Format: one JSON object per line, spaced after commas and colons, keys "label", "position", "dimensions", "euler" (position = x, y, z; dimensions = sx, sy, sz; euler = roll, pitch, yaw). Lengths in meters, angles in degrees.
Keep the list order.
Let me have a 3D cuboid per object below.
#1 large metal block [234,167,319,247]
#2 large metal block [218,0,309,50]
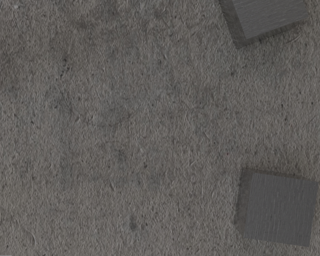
{"label": "large metal block", "position": [0.146, 0.099, 0.399], "dimensions": [0.080, 0.050, 0.080], "euler": [8, 90, 0]}
{"label": "large metal block", "position": [0.128, -0.158, 0.398], "dimensions": [0.080, 0.050, 0.080], "euler": [-20, 90, 0]}
